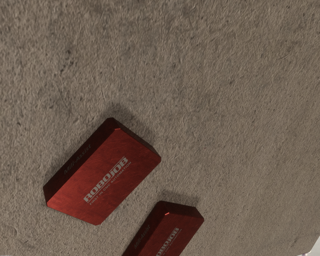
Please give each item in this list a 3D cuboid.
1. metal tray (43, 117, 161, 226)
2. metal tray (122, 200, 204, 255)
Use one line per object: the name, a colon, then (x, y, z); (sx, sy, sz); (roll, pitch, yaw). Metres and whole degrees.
metal tray: (-0.073, 0.060, 0.402); (0.130, 0.030, 0.090); (-47, 130, 4)
metal tray: (0.005, 0.188, 0.525); (0.091, 0.030, 0.129); (21, 107, -37)
